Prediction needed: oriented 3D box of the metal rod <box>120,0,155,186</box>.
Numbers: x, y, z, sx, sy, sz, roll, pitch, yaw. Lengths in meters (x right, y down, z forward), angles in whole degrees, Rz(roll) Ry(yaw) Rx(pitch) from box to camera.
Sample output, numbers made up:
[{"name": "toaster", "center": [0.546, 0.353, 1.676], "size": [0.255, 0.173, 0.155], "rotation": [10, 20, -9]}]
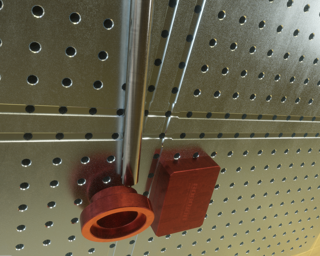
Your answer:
[{"name": "metal rod", "center": [-0.027, -0.056, 0.362], "size": [0.025, 0.025, 0.298], "rotation": [-8, 122, -25]}]

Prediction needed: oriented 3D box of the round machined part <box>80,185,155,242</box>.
[{"name": "round machined part", "center": [-0.060, 0.116, 0.428], "size": [0.099, 0.042, 0.097], "rotation": [-11, 139, -10]}]

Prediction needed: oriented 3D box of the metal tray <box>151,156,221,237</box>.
[{"name": "metal tray", "center": [0.038, 0.110, 0.499], "size": [0.091, 0.030, 0.129], "rotation": [-4, 120, -27]}]
